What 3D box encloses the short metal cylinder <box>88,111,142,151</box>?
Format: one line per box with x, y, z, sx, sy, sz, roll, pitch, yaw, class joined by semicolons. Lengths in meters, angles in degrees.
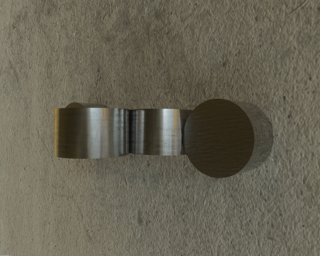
-0.060;0.003;0.421;0.080;0.081;0.050;1;91;40;short metal cylinder

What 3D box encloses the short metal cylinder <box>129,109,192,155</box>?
0.001;0.004;0.370;0.080;0.081;0.050;1;90;40;short metal cylinder

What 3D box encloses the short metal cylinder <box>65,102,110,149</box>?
-0.112;0.001;0.483;0.080;0.050;0.080;0;90;39;short metal cylinder

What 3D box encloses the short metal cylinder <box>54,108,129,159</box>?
-0.074;0.004;0.342;0.080;0.081;0.050;1;92;40;short metal cylinder

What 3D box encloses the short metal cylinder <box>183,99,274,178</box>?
0.072;0.010;0.330;0.080;0.050;0.080;1;91;39;short metal cylinder
